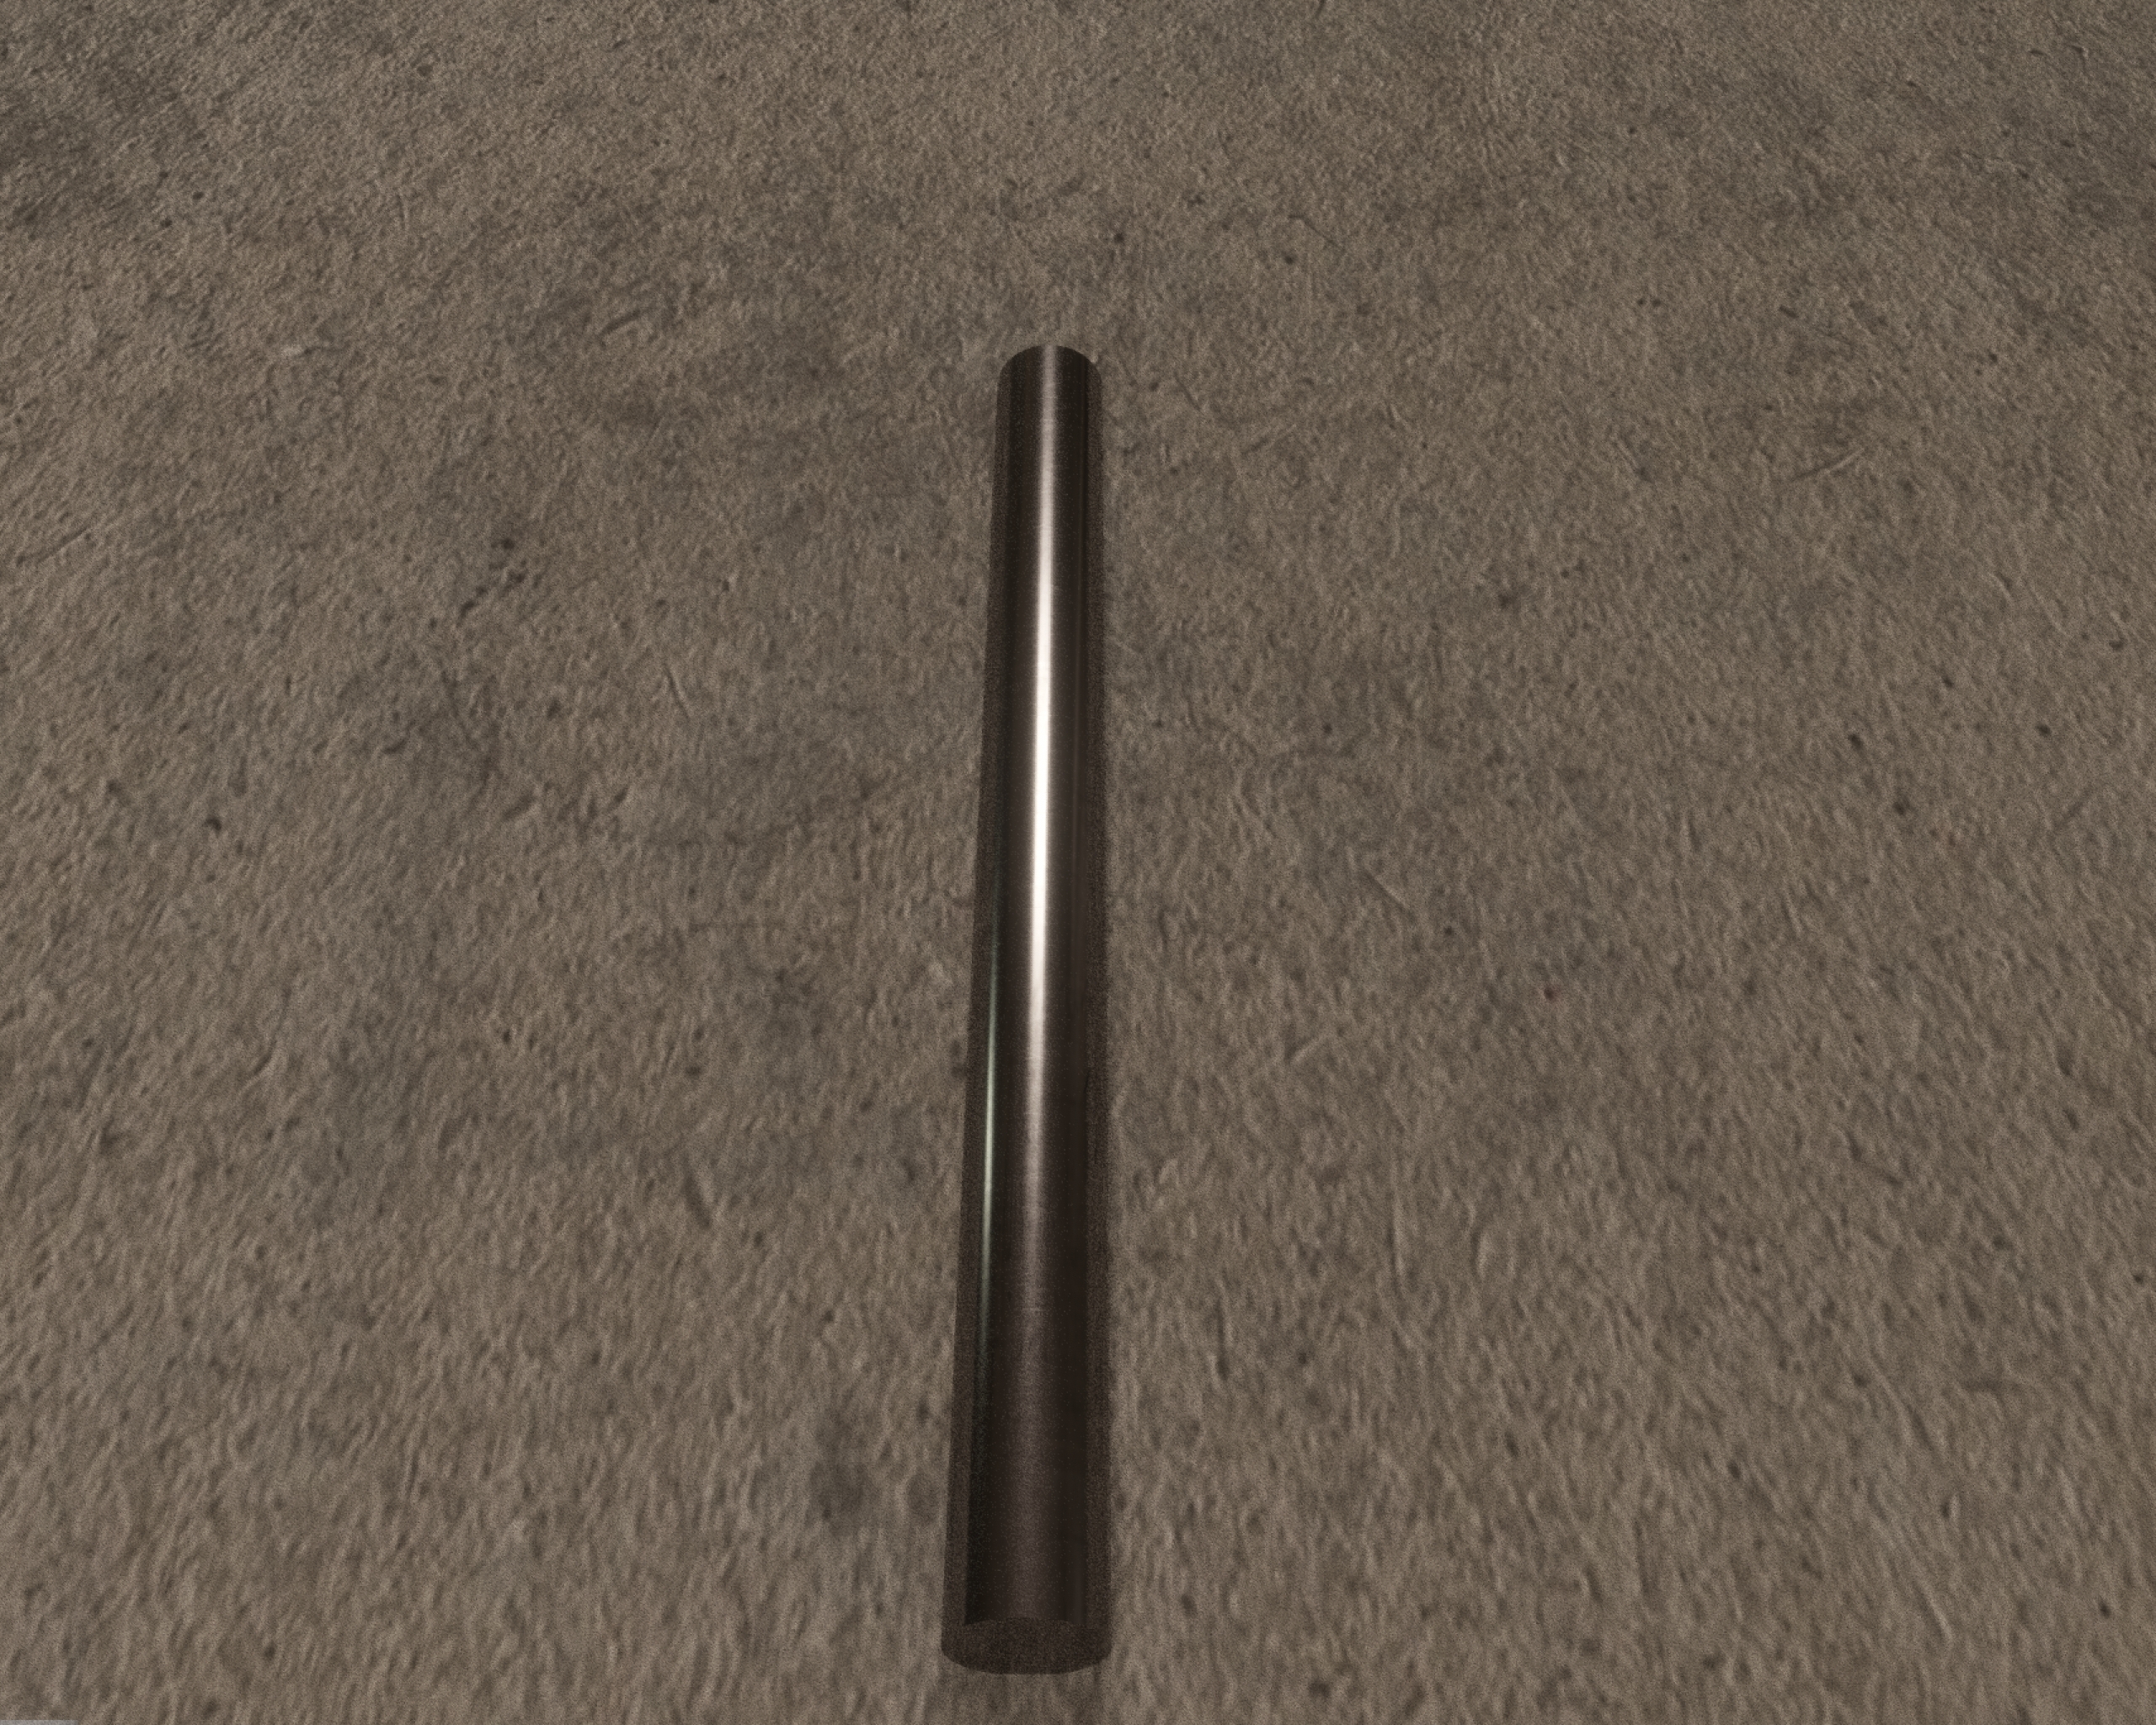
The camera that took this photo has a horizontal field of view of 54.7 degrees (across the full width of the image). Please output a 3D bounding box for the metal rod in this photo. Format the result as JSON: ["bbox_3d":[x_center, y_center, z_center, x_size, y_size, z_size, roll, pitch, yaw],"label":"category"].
[{"bbox_3d":[-0.007,0.001,0.404,0.025,0.025,0.300,0,50,0],"label":"metal rod"}]
